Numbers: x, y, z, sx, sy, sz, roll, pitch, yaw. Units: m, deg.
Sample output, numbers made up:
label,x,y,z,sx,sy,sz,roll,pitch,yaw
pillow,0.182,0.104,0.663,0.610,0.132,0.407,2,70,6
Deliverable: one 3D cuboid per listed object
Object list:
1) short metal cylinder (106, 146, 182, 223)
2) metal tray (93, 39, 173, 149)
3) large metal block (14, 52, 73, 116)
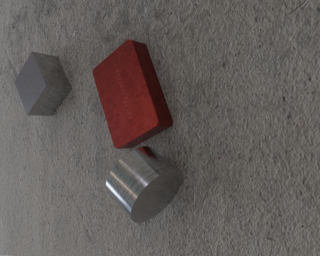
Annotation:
label,x,y,z,sx,sy,sz,roll,pitch,yaw
short metal cylinder,-0.019,0.070,0.385,0.050,0.081,0.079,39,114,33
metal tray,-0.042,-0.046,0.437,0.090,0.030,0.129,-30,72,36
large metal block,-0.215,-0.078,0.566,0.080,0.050,0.080,-44,64,31
